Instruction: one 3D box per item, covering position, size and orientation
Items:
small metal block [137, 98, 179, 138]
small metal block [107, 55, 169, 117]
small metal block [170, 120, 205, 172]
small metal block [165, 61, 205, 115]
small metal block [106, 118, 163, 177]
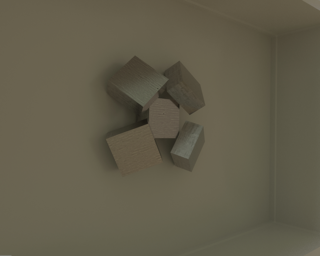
[{"bbox_3d":[-0.002,-0.012,0.401,0.050,0.025,0.050,2,89,-40],"label":"small metal block"},{"bbox_3d":[-0.026,-0.049,0.365,0.050,0.025,0.050,37,62,7],"label":"small metal block"},{"bbox_3d":[0.039,0.026,0.422,0.050,0.025,0.050,-63,159,-21],"label":"small metal block"},{"bbox_3d":[0.033,-0.054,0.416,0.050,0.025,0.050,42,27,-32],"label":"small metal block"},{"bbox_3d":[-0.029,0.023,0.364,0.050,0.025,0.050,-20,107,0],"label":"small metal block"}]
